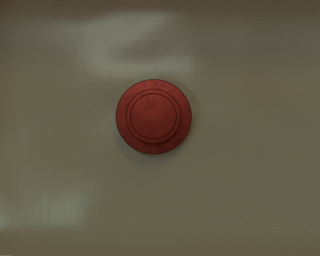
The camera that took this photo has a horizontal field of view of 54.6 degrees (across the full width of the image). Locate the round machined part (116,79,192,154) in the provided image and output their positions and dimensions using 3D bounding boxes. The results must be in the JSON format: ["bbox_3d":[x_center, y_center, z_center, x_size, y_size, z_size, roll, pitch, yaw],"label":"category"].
[{"bbox_3d":[-0.008,-0.014,0.400,0.099,0.042,0.097,0,90,0],"label":"round machined part"}]
